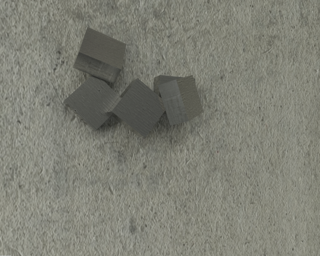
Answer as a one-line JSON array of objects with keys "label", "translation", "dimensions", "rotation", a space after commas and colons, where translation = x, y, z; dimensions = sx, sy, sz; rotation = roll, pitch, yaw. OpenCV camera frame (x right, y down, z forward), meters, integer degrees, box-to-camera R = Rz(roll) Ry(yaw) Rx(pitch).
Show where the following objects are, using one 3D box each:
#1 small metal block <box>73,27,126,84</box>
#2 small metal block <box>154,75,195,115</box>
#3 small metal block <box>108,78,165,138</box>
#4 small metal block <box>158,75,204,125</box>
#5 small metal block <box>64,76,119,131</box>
[{"label": "small metal block", "translation": [-0.071, -0.087, 0.372], "dimensions": [0.050, 0.025, 0.050], "rotation": [20, 47, -19]}, {"label": "small metal block", "translation": [0.019, -0.043, 0.418], "dimensions": [0.050, 0.025, 0.050], "rotation": [2, 89, -21]}, {"label": "small metal block", "translation": [-0.026, -0.023, 0.374], "dimensions": [0.050, 0.025, 0.050], "rotation": [40, 77, -16]}, {"label": "small metal block", "translation": [0.027, -0.035, 0.381], "dimensions": [0.050, 0.025, 0.050], "rotation": [-28, 103, -58]}, {"label": "small metal block", "translation": [-0.081, -0.032, 0.380], "dimensions": [0.050, 0.025, 0.050], "rotation": [-47, 105, -14]}]
